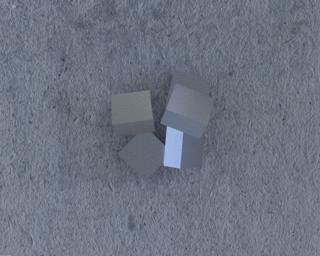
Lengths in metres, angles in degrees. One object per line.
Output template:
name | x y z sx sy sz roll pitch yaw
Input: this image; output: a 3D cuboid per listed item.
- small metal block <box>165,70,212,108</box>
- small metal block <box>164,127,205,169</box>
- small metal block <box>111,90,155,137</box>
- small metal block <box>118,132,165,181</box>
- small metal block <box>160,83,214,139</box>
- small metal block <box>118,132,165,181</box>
small metal block | 0.037 -0.045 0.412 0.050 0.025 0.050 14 90 -1
small metal block | 0.032 0.024 0.397 0.025 0.050 0.050 4 90 38
small metal block | -0.035 -0.019 0.398 0.050 0.025 0.050 -8 52 -1
small metal block | -0.019 0.033 0.411 0.050 0.025 0.050 -45 91 0
small metal block | 0.033 -0.021 0.373 0.050 0.025 0.050 21 47 -1
small metal block | -0.019 0.033 0.411 0.050 0.025 0.050 -45 90 0
